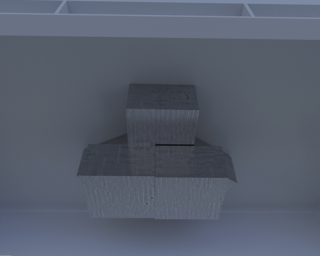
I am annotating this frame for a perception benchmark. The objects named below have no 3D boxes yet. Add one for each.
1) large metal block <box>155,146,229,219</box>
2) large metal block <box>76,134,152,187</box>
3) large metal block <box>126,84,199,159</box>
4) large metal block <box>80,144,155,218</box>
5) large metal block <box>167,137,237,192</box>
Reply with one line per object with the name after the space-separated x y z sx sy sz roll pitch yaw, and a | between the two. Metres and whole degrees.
0.034 0.068 0.381 0.081 0.050 0.079 0 130 -1 | large metal block
-0.057 0.062 0.443 0.080 0.050 0.080 -21 127 16 | large metal block
0.002 -0.006 0.385 0.081 0.050 0.079 1 130 -1 | large metal block
-0.047 0.066 0.381 0.081 0.050 0.079 0 130 -1 | large metal block
0.049 0.067 0.446 0.080 0.050 0.080 28 125 -21 | large metal block
